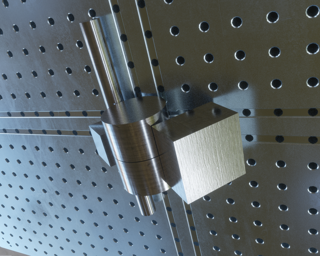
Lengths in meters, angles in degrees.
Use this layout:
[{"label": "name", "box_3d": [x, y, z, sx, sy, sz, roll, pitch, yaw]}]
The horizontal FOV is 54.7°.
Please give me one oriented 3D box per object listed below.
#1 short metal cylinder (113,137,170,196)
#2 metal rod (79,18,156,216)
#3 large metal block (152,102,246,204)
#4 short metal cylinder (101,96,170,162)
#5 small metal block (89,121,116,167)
[{"label": "short metal cylinder", "box_3d": [-0.015, 0.043, 0.405, 0.080, 0.080, 0.050, 1, 119, 28]}, {"label": "metal rod", "box_3d": [-0.052, 0.002, 0.434, 0.025, 0.025, 0.298, 0, 119, 28]}, {"label": "large metal block", "box_3d": [0.046, 0.026, 0.353, 0.050, 0.081, 0.080, 35, 143, 57]}, {"label": "short metal cylinder", "box_3d": [-0.027, -0.001, 0.384, 0.080, 0.080, 0.050, 1, 119, 28]}, {"label": "small metal block", "box_3d": [-0.075, 0.021, 0.444, 0.050, 0.025, 0.050, 29, 138, 56]}]
